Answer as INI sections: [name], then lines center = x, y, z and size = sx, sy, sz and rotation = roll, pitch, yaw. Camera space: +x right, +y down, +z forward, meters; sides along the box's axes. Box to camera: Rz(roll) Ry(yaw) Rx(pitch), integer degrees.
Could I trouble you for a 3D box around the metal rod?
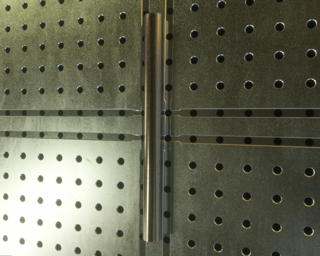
[metal rod]
center = -0.009, -0.001, 0.415
size = 0.025, 0.025, 0.298
rotation = 0, 90, 19
